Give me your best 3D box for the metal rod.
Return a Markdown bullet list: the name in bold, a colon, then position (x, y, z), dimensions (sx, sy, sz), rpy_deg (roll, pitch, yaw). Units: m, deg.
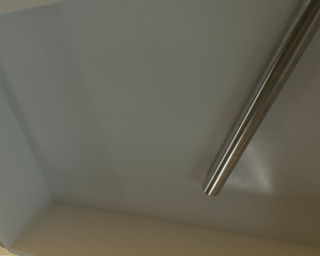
- **metal rod**: position (0.108, -0.029, 0.333), dimensions (0.025, 0.025, 0.298), rpy_deg (28, 128, 11)
